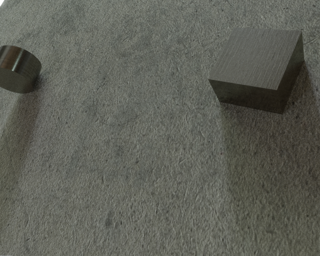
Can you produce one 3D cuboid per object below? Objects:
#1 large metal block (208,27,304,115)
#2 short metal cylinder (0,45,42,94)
[{"bbox_3d":[0.116,-0.070,0.370,0.080,0.050,0.080,16,70,34],"label":"large metal block"},{"bbox_3d":[-0.269,-0.107,0.576,0.080,0.080,0.050,-4,60,26],"label":"short metal cylinder"}]
